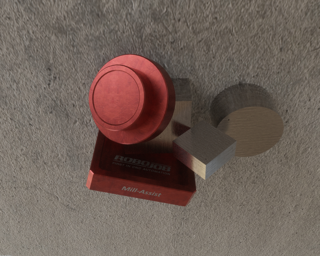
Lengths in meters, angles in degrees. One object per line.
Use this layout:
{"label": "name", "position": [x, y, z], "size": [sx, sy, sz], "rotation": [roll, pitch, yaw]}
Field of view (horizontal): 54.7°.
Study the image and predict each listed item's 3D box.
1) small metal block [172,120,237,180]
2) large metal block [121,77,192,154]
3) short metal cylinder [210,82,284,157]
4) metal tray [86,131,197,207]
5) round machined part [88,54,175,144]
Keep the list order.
{"label": "small metal block", "position": [0.050, 0.023, 0.353], "size": [0.050, 0.050, 0.025], "rotation": [-33, 139, -27]}
{"label": "large metal block", "position": [-0.004, -0.014, 0.381], "size": [0.080, 0.050, 0.079], "rotation": [-1, 130, 1]}
{"label": "short metal cylinder", "position": [0.105, -0.010, 0.386], "size": [0.081, 0.050, 0.079], "rotation": [0, 130, 0]}
{"label": "metal tray", "position": [-0.022, 0.047, 0.405], "size": [0.131, 0.090, 0.030], "rotation": [13, 129, -11]}
{"label": "round machined part", "position": [-0.037, -0.031, 0.333], "size": [0.098, 0.098, 0.042], "rotation": [-30, 169, 22]}
